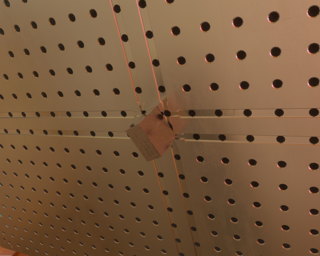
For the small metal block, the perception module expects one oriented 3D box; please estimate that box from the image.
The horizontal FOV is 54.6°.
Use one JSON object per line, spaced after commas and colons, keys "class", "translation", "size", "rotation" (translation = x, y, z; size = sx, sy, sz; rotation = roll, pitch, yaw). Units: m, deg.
{"class": "small metal block", "translation": [-0.010, 0.007, 0.405], "size": [0.025, 0.050, 0.050], "rotation": [-25, 105, 37]}
